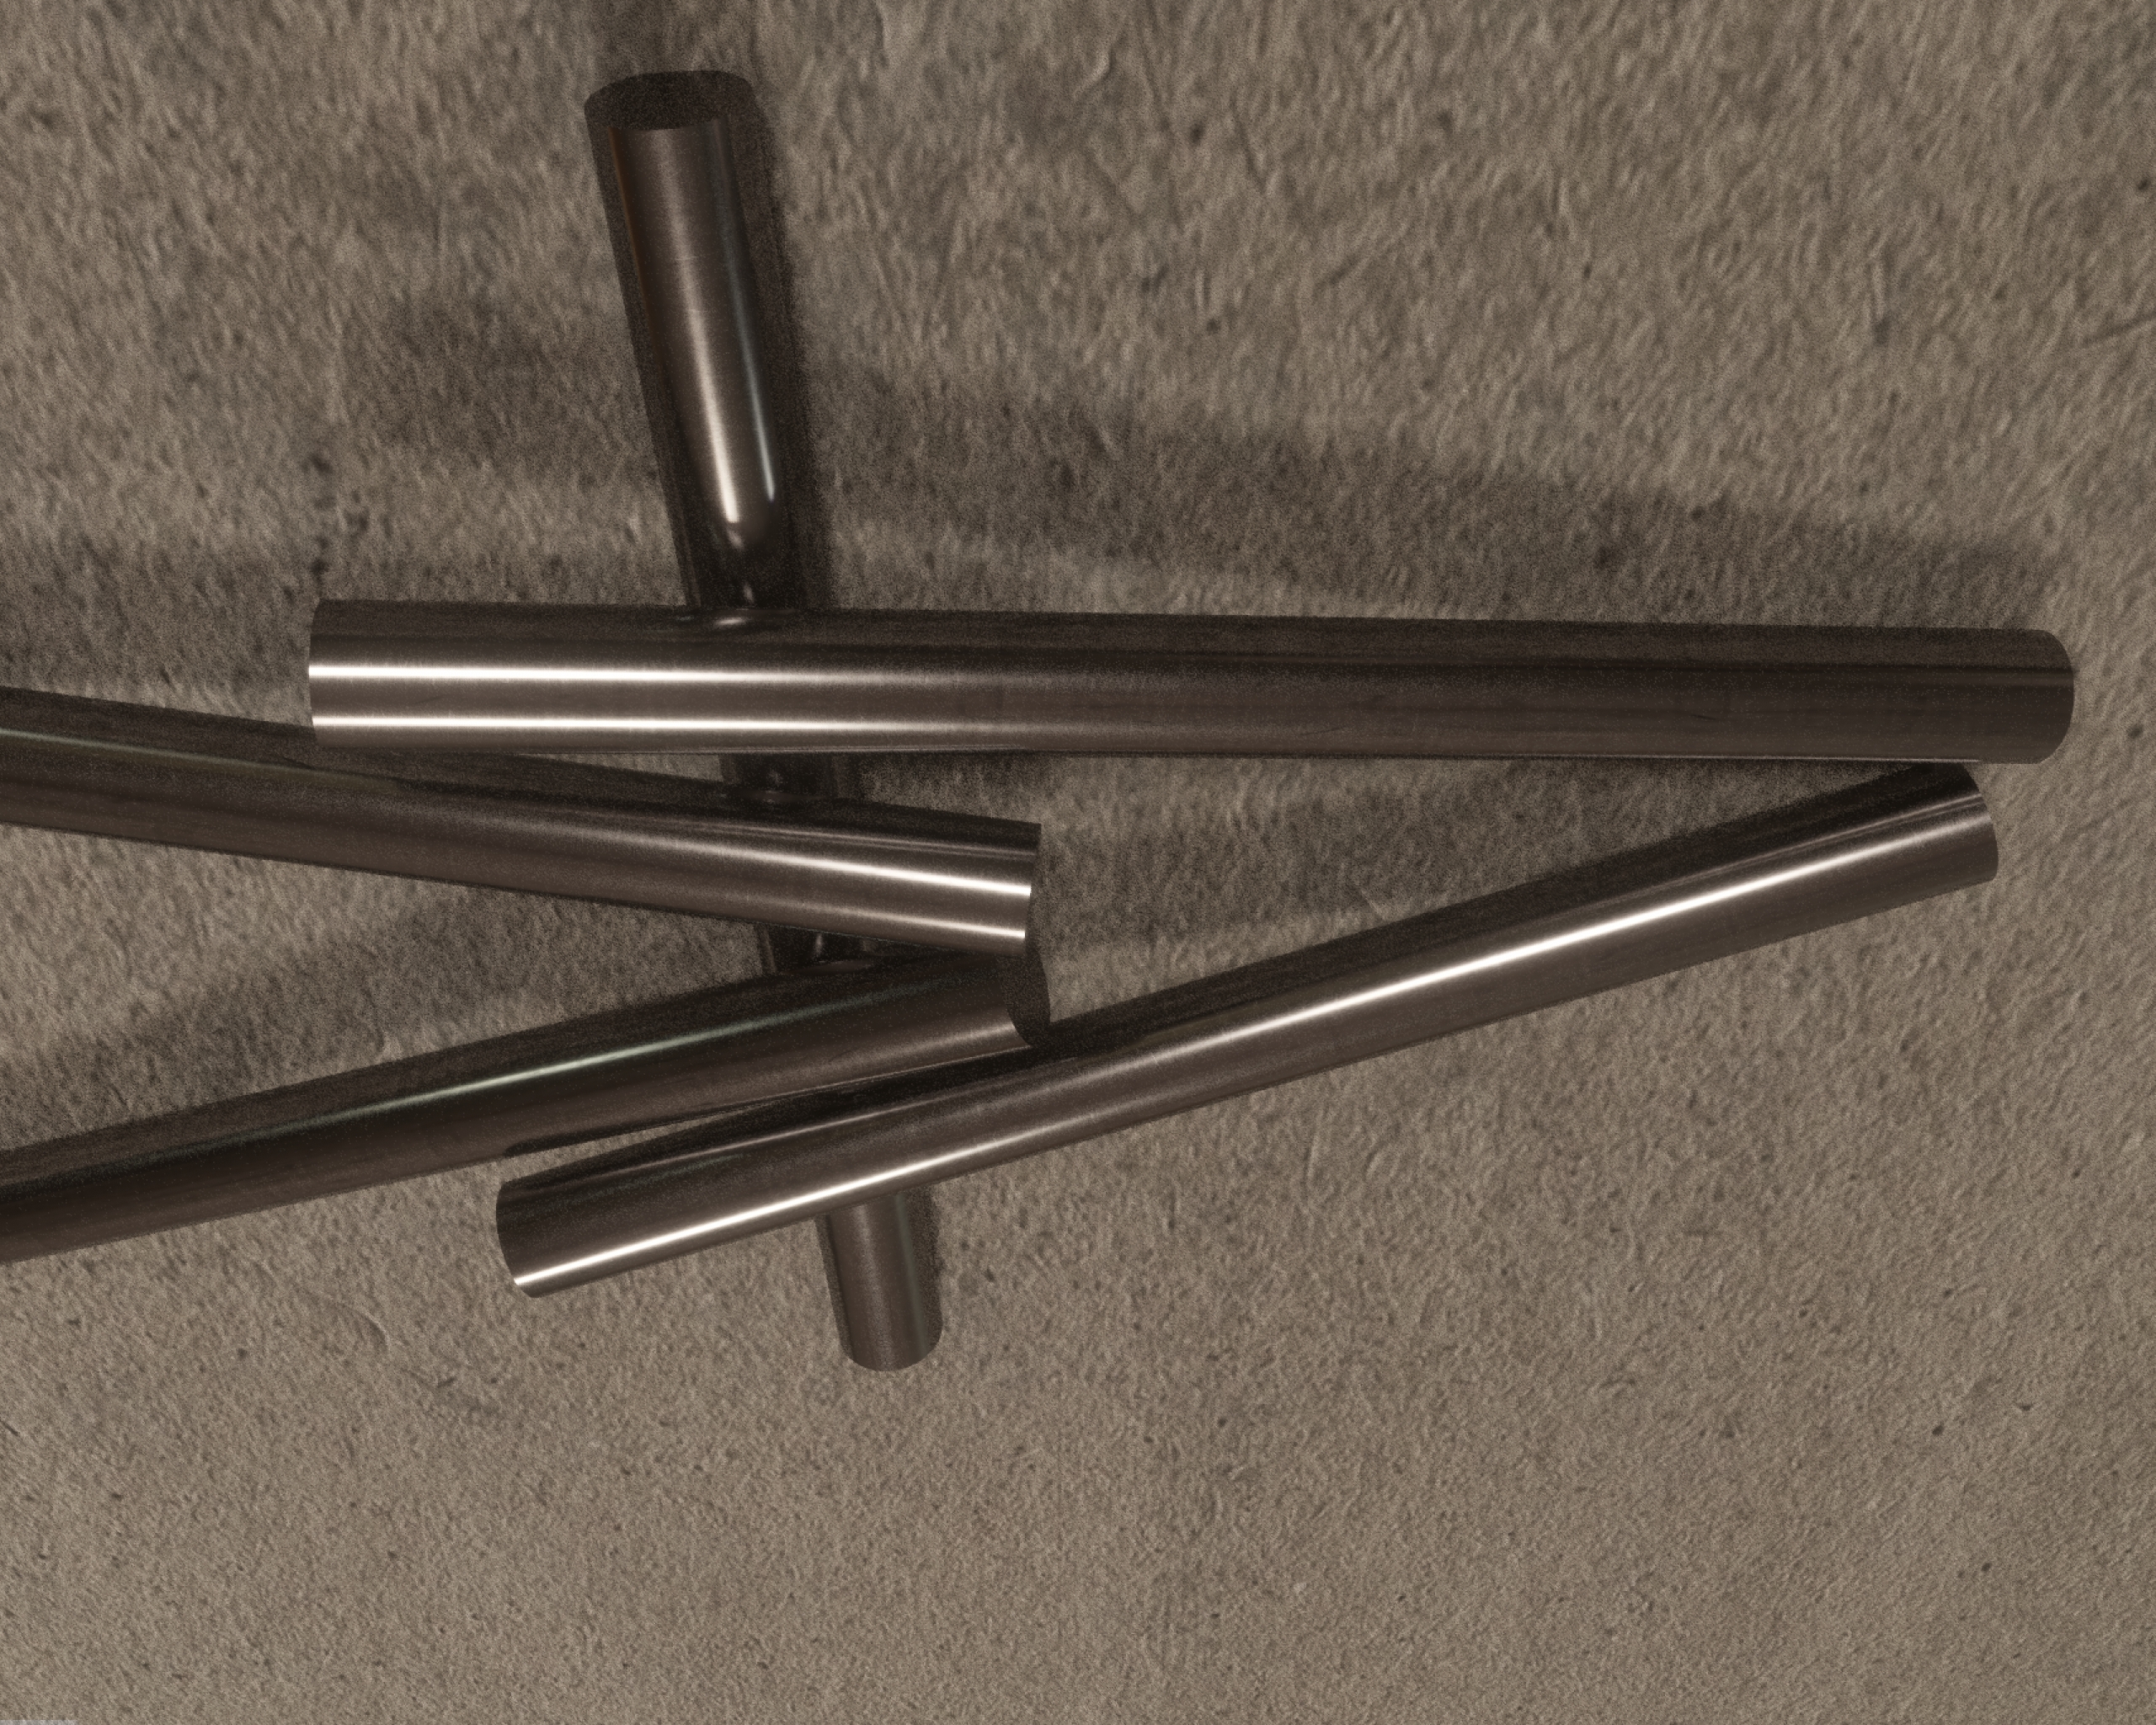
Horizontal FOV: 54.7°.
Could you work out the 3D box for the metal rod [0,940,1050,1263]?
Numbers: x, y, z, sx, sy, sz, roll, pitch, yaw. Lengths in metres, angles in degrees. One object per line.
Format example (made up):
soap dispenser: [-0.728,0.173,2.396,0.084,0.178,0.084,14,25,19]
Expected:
metal rod: [-0.150,0.056,0.436,0.301,0.025,0.025,-13,129,18]

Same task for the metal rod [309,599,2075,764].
metal rod: [0.027,-0.030,0.362,0.302,0.025,0.025,0,131,-9]

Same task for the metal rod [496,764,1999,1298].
metal rod: [0.030,0.035,0.418,0.301,0.025,0.025,-17,129,5]

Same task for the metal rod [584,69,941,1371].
metal rod: [-0.053,-0.001,0.407,0.025,0.025,0.298,-3,130,2]

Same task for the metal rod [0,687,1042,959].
metal rod: [-0.158,-0.015,0.375,0.302,0.025,0.025,8,130,0]
